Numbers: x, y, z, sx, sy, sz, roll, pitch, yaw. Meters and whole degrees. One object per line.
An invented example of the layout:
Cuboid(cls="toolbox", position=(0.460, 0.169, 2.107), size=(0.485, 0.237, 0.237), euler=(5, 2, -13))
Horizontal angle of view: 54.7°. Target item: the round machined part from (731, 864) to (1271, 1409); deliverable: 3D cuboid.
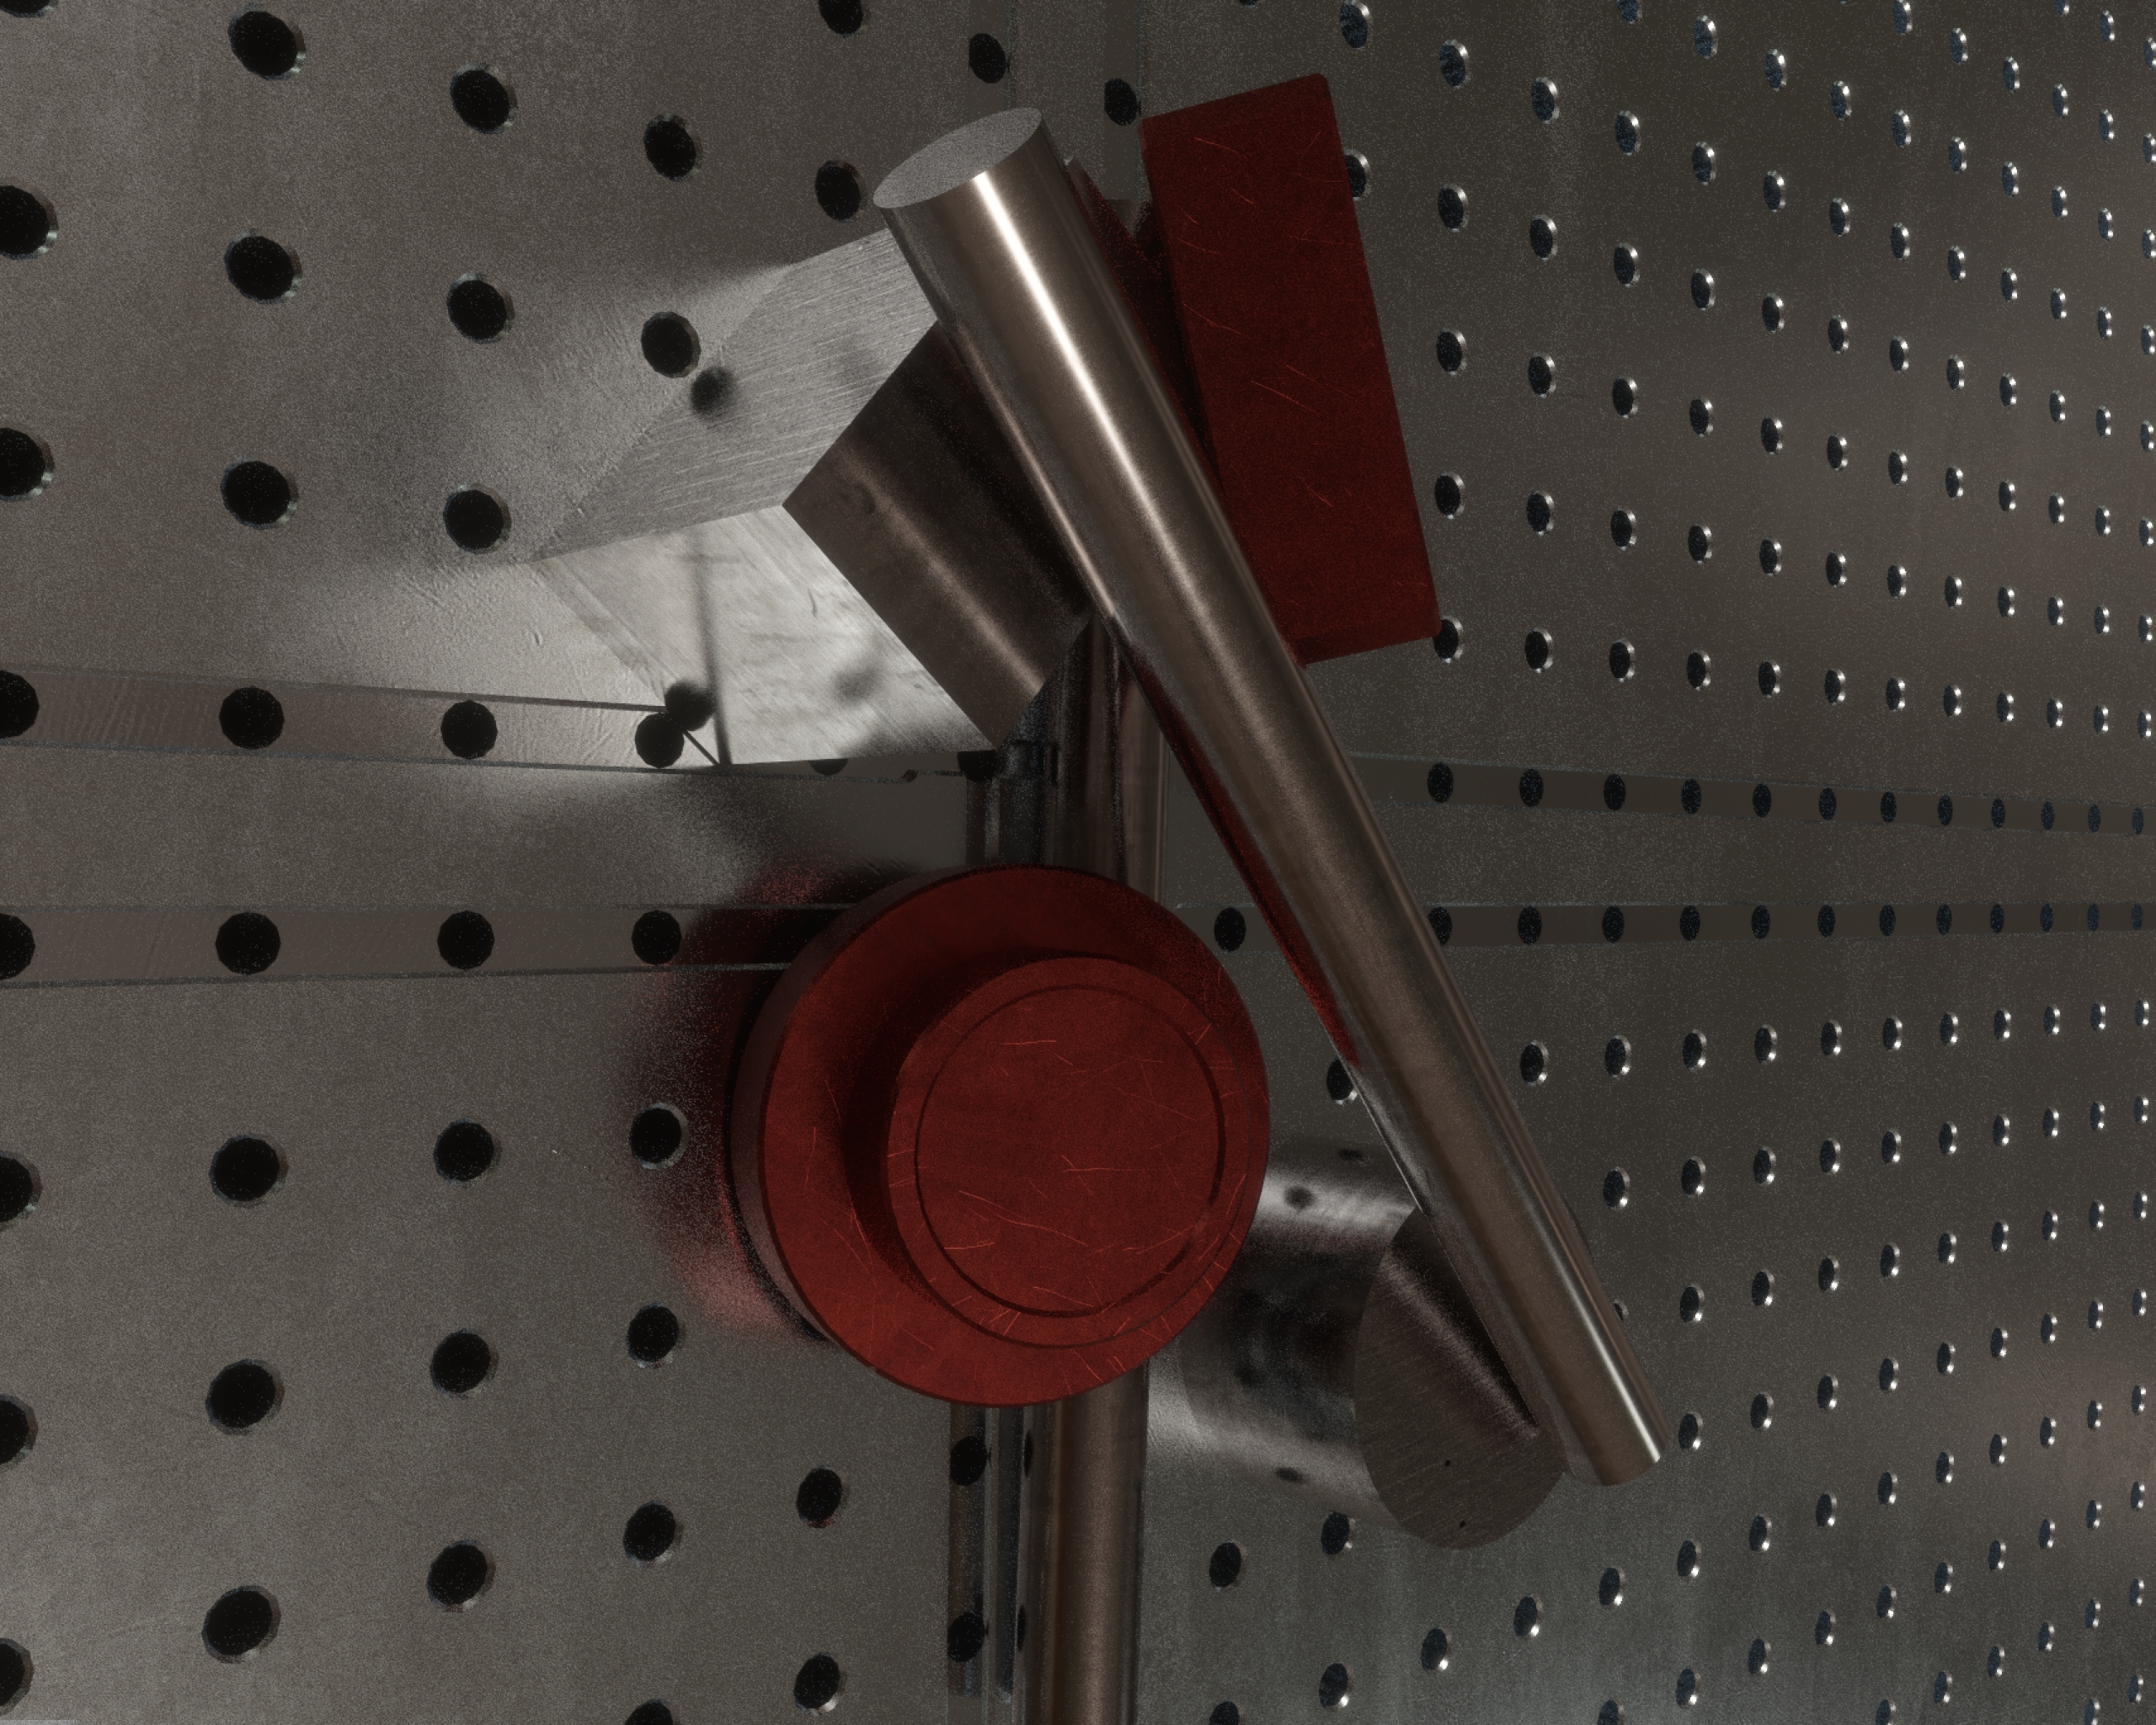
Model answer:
Cuboid(cls="round machined part", position=(-0.009, 0.049, 0.372), size=(0.099, 0.042, 0.097), euler=(0, 90, -23))

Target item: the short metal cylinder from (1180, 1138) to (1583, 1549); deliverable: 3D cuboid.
Cuboid(cls="short metal cylinder", position=(0.069, 0.102, 0.454), size=(0.081, 0.050, 0.079), euler=(0, 90, -40))

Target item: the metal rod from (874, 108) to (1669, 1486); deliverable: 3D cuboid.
Cuboid(cls="metal rod", position=(0.048, 0.014, 0.360), size=(0.025, 0.025, 0.299), euler=(-51, 128, -28))

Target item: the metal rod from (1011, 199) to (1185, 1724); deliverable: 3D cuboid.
Cuboid(cls="metal rod", position=(0.004, 0.020, 0.415), size=(0.025, 0.025, 0.298), euler=(3, 88, -40))

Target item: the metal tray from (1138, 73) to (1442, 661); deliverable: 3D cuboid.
Cuboid(cls="metal tray", position=(0.041, -0.090, 0.391), size=(0.130, 0.030, 0.089), euler=(-63, 140, -75))

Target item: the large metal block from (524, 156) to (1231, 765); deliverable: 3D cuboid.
Cuboid(cls="large metal block", position=(-0.032, -0.064, 0.349), size=(0.050, 0.080, 0.080), euler=(49, 61, -29))
